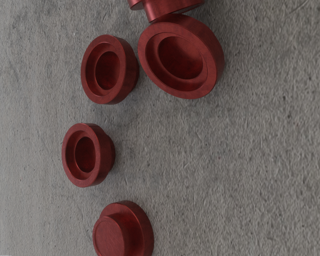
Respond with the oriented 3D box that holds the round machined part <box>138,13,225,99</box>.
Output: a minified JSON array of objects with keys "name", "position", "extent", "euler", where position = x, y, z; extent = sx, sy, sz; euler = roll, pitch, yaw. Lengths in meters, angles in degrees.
[{"name":"round machined part","position":[0.027,-0.083,0.350],"extent":[0.098,0.042,0.097],"euler":[23,144,19]}]

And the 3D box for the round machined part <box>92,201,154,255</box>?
[{"name":"round machined part","position":[-0.059,0.156,0.443],"extent":[0.098,0.042,0.097],"euler":[0,90,40]}]

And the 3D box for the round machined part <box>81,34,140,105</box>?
[{"name":"round machined part","position":[-0.068,-0.082,0.451],"extent":[0.098,0.042,0.097],"euler":[0,90,40]}]

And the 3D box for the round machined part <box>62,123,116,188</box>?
[{"name":"round machined part","position":[-0.107,0.041,0.483],"extent":[0.098,0.042,0.097],"euler":[0,90,40]}]

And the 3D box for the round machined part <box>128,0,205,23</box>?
[{"name":"round machined part","position":[0.013,-0.151,0.353],"extent":[0.098,0.099,0.042],"euler":[-8,109,40]}]
